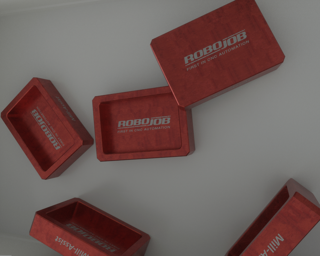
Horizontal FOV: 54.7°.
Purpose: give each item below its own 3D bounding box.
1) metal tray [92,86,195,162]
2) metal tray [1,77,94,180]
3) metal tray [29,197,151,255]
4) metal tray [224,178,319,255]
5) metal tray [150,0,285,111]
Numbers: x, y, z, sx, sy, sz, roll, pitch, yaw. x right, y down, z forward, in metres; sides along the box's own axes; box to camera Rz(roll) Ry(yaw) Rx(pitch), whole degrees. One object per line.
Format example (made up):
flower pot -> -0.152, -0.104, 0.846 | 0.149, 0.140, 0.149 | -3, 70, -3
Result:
metal tray -> -0.023, -0.004, 0.415 | 0.130, 0.030, 0.089 | -6, 88, 19
metal tray -> -0.172, 0.000, 0.466 | 0.090, 0.030, 0.130 | -42, 77, 15
metal tray -> -0.089, 0.140, 0.405 | 0.130, 0.090, 0.030 | 22, 97, 18
metal tray -> 0.115, 0.119, 0.335 | 0.030, 0.090, 0.129 | 39, 102, 15
metal tray -> 0.066, -0.087, 0.367 | 0.130, 0.030, 0.090 | -25, 82, 3
